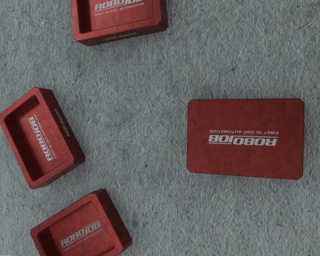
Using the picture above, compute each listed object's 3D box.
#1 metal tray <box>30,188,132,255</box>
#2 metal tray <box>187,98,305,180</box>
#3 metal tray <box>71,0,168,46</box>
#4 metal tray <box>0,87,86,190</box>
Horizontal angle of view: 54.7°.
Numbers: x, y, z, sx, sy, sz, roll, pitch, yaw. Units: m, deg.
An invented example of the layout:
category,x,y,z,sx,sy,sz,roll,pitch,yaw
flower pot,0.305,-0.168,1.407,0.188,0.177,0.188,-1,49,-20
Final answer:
category,x,y,z,sx,sy,sz,roll,pitch,yaw
metal tray,-0.116,0.157,0.447,0.130,0.030,0.090,-33,80,17
metal tray,0.100,0.011,0.371,0.130,0.030,0.089,1,90,19
metal tray,-0.058,-0.171,0.426,0.130,0.030,0.089,-5,88,19
metal tray,-0.181,0.015,0.470,0.090,0.030,0.130,-32,80,17
